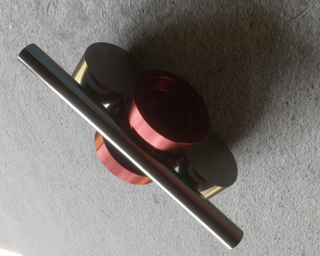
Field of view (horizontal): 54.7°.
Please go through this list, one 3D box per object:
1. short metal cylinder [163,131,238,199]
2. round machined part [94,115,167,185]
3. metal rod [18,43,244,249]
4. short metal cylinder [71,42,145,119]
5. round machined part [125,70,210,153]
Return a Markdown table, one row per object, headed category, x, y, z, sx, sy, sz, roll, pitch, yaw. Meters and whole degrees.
| category | x | y | z | sx | sy | sz | roll | pitch | yaw |
| --- | --- | --- | --- | --- | --- | --- | --- | --- | --- |
| short metal cylinder | 0.046 | 0.046 | 0.375 | 0.080 | 0.080 | 0.050 | 43 | 129 | -2 |
| round machined part | -0.027 | 0.017 | 0.383 | 0.098 | 0.098 | 0.042 | 43 | 125 | -2 |
| metal rod | -0.029 | 0.021 | 0.332 | 0.300 | 0.025 | 0.025 | 42 | 129 | -2 |
| short metal cylinder | -0.061 | -0.055 | 0.369 | 0.080 | 0.080 | 0.050 | 43 | 129 | -2 |
| round machined part | 0.005 | -0.014 | 0.349 | 0.098 | 0.098 | 0.042 | 43 | 133 | -2 |
